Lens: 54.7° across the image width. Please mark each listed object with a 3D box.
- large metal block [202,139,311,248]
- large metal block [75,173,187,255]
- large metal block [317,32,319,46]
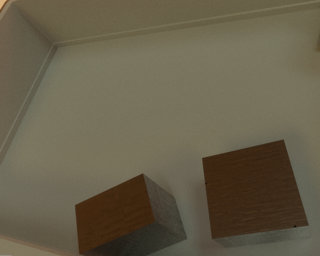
[{"bbox_3d":[0.091,0.066,0.301,0.080,0.050,0.080,-15,55,19],"label":"large metal block"},{"bbox_3d":[-0.029,0.099,0.325,0.080,0.080,0.050,-27,53,12],"label":"large metal block"},{"bbox_3d":[0.217,-0.141,0.336,0.050,0.080,0.080,16,69,15],"label":"large metal block"}]
